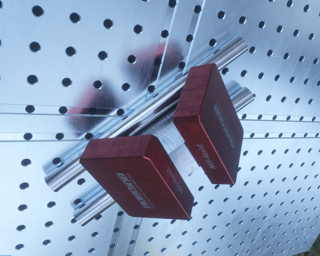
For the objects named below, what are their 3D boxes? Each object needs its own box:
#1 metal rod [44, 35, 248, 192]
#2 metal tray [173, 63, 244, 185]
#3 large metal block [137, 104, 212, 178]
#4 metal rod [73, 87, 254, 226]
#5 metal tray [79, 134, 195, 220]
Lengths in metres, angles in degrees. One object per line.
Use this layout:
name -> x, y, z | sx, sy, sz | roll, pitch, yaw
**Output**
metal rod -> -0.014, -0.020, 0.393 | 0.301, 0.025, 0.025 | -37, 130, -4
metal tray -> 0.065, -0.001, 0.377 | 0.130, 0.030, 0.090 | 56, 42, -39
large metal block -> 0.016, 0.017, 0.396 | 0.080, 0.080, 0.050 | -36, 130, -5
metal rod -> 0.008, 0.038, 0.441 | 0.301, 0.025, 0.025 | -36, 130, -5
metal tray -> -0.023, 0.063, 0.369 | 0.090, 0.030, 0.130 | -5, 135, 27
